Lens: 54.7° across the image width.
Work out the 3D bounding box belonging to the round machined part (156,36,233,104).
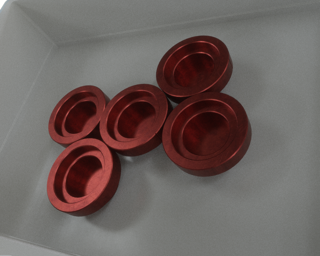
[{"bbox_3d":[0.048,-0.071,0.410,0.098,0.042,0.098,-13,56,21],"label":"round machined part"}]

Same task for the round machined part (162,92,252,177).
[{"bbox_3d":[0.056,0.010,0.356,0.098,0.042,0.098,-13,56,21],"label":"round machined part"}]

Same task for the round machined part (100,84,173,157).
[{"bbox_3d":[-0.027,-0.007,0.409,0.098,0.042,0.098,-13,56,21],"label":"round machined part"}]

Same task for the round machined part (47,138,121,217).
[{"bbox_3d":[-0.092,0.065,0.399,0.098,0.042,0.098,-13,56,21],"label":"round machined part"}]

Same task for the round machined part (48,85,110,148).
[{"bbox_3d":[-0.111,-0.011,0.458,0.098,0.042,0.098,-13,56,21],"label":"round machined part"}]
